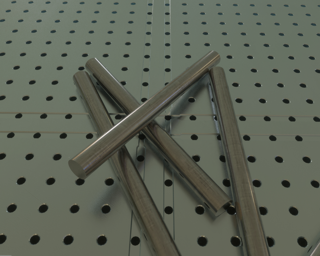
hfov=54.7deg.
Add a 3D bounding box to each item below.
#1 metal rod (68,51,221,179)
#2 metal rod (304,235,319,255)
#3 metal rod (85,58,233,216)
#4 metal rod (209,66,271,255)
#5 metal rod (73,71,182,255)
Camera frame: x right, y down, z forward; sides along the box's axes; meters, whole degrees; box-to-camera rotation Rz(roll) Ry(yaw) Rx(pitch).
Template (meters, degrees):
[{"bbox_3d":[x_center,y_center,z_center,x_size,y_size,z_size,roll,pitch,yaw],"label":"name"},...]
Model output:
[{"bbox_3d":[0.002,-0.036,0.409,0.025,0.025,0.302,29,47,21],"label":"metal rod"},{"bbox_3d":[0.218,0.084,0.340,0.302,0.025,0.025,-36,59,-27],"label":"metal rod"},{"bbox_3d":[-0.019,-0.007,0.412,0.025,0.025,0.300,-29,56,-22],"label":"metal rod"},{"bbox_3d":[0.092,0.029,0.384,0.025,0.025,0.300,-1,50,-1],"label":"metal rod"},{"bbox_3d":[-0.054,0.027,0.384,0.025,0.025,0.300,-20,53,-17],"label":"metal rod"}]
